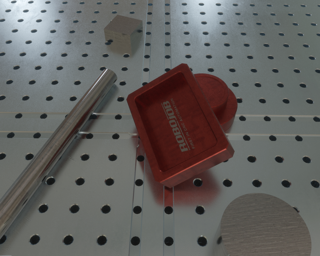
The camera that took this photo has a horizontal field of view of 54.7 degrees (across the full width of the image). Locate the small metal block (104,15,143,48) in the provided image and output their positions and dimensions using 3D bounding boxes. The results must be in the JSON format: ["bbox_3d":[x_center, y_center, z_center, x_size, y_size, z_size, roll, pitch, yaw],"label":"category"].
[{"bbox_3d":[-0.064,-0.174,0.553,0.050,0.025,0.050,18,52,14],"label":"small metal block"}]

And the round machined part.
[{"bbox_3d":[0.058,-0.039,0.430,0.099,0.042,0.098,0,50,0],"label":"round machined part"}]

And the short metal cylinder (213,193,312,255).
[{"bbox_3d":[0.095,0.111,0.300,0.081,0.050,0.080,0,50,0],"label":"short metal cylinder"}]

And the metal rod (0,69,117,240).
[{"bbox_3d":[-0.132,0.027,0.383,0.025,0.025,0.301,17,52,13],"label":"metal rod"}]

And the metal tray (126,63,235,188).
[{"bbox_3d":[0.020,-0.006,0.374,0.090,0.030,0.130,-29,58,12],"label":"metal tray"}]
